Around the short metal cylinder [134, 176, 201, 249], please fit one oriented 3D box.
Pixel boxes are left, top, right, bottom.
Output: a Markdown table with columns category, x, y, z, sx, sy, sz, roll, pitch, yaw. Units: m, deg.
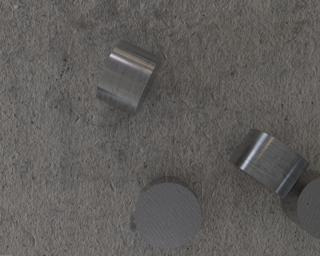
| category | x | y | z | sx | sy | sz | roll | pitch | yaw |
| --- | --- | --- | --- | --- | --- | --- | --- | --- | --- |
| short metal cylinder | 0.010 | 0.105 | 0.397 | 0.081 | 0.050 | 0.080 | 0 | 90 | 0 |

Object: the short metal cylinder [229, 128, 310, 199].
| category | x | y | z | sx | sy | sz | roll | pitch | yaw |
| --- | --- | --- | --- | --- | --- | --- | --- | --- | --- |
| short metal cylinder | 0.133 | 0.044 | 0.383 | 0.080 | 0.080 | 0.050 | 35 | 90 | 0 |

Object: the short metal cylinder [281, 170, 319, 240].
| category | x | y | z | sx | sy | sz | roll | pitch | yaw |
| --- | --- | --- | --- | --- | --- | --- | --- | --- | --- |
| short metal cylinder | 0.206 | 0.097 | 0.399 | 0.081 | 0.050 | 0.080 | 0 | 90 | 0 |

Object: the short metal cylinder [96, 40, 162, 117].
| category | x | y | z | sx | sy | sz | roll | pitch | yaw |
| --- | --- | --- | --- | --- | --- | --- | --- | --- | --- |
| short metal cylinder | -0.037 | -0.061 | 0.382 | 0.050 | 0.080 | 0.080 | 25 | 90 | 0 |
